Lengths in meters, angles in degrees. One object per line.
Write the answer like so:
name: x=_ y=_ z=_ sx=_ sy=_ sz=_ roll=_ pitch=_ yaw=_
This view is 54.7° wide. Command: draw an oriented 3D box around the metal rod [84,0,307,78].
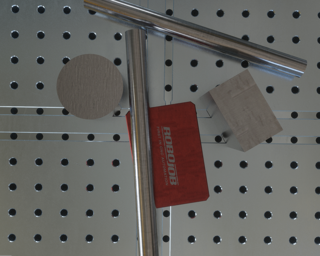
metal rod: x=0.047 y=-0.125 z=0.413 sx=0.302 sy=0.025 sz=0.025 roll=18 pitch=90 yaw=-1

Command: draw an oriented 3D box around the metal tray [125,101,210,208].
metal tray: x=0.010 y=0.036 z=0.411 sx=0.091 sy=0.030 sz=0.129 roll=-9 pitch=90 yaw=-1

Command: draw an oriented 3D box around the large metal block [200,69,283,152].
large metal block: x=0.096 y=-0.020 z=0.387 sx=0.050 sy=0.080 sz=0.080 roll=-30 pitch=90 yaw=0

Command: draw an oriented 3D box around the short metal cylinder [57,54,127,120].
short metal cylinder: x=-0.085 y=-0.050 z=0.400 sx=0.081 sy=0.050 sz=0.079 roll=0 pitch=90 yaw=-1

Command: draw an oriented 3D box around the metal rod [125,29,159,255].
metal rod: x=-0.021 y=0.031 z=0.382 sx=0.025 sy=0.025 sz=0.298 roll=-4 pitch=90 yaw=-1
